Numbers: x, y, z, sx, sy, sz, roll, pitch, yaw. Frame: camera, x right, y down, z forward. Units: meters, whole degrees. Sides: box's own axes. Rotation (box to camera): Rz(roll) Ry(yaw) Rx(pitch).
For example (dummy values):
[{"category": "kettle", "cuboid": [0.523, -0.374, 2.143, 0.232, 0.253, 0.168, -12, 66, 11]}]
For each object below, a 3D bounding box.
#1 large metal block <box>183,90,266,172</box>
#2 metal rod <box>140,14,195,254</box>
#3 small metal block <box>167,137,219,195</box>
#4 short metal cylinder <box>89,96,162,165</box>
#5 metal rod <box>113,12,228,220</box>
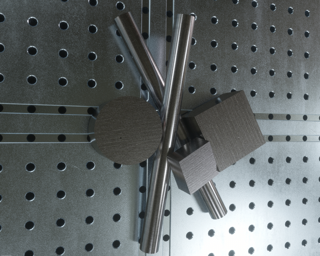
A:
[{"category": "large metal block", "cuboid": [0.085, 0.003, 0.426, 0.080, 0.050, 0.080, -29, 100, -18]}, {"category": "metal rod", "cuboid": [0.008, 0.011, 0.391, 0.025, 0.025, 0.298, 7, 96, -20]}, {"category": "small metal block", "cuboid": [0.042, 0.047, 0.391, 0.050, 0.025, 0.050, -31, 116, -25]}, {"category": "short metal cylinder", "cuboid": [-0.044, 0.003, 0.380, 0.081, 0.050, 0.079, 0, 90, -21]}, {"category": "metal rod", "cuboid": [0.018, -0.009, 0.415, 0.025, 0.025, 0.299, -30, 100, -18]}]
